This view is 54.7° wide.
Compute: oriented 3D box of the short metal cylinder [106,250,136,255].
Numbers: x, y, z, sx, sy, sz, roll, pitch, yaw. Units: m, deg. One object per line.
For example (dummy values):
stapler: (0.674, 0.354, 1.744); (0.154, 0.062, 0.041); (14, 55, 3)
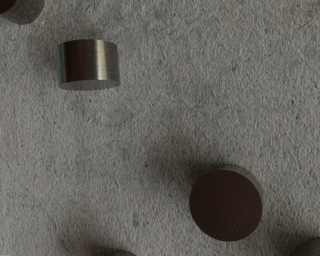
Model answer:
short metal cylinder: (-0.060, 0.214, 0.417); (0.080, 0.050, 0.080); (0, 90, 20)

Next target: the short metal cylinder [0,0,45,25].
short metal cylinder: (-0.227, -0.206, 0.476); (0.080, 0.050, 0.080); (0, 90, 20)

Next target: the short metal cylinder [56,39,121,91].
short metal cylinder: (-0.095, -0.081, 0.413); (0.080, 0.080, 0.050); (-5, 88, 20)

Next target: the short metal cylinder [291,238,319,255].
short metal cylinder: (0.182, 0.166, 0.331); (0.080, 0.050, 0.080); (0, 90, 20)

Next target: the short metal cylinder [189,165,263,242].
short metal cylinder: (0.080, 0.086, 0.367); (0.080, 0.050, 0.080); (0, 90, 20)
